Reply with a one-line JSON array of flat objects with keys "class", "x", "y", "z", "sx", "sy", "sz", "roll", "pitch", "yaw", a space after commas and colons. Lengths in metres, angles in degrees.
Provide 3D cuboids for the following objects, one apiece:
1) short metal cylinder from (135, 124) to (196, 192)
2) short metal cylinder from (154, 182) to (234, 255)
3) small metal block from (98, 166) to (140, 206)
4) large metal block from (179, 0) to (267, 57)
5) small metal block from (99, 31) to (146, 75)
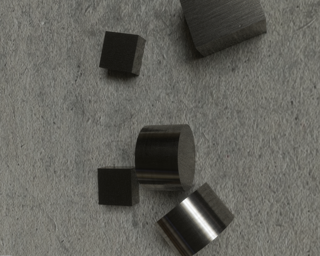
[{"class": "short metal cylinder", "x": 0.009, "y": 0.036, "z": 0.377, "sx": 0.050, "sy": 0.080, "sz": 0.080, "roll": -2, "pitch": 90, "yaw": 20}, {"class": "short metal cylinder", "x": 0.040, "y": 0.109, "z": 0.366, "sx": 0.080, "sy": 0.080, "sz": 0.050, "roll": -42, "pitch": 77, "yaw": 15}, {"class": "small metal block", "x": -0.057, "y": 0.079, "z": 0.429, "sx": 0.050, "sy": 0.025, "sz": 0.050, "roll": -2, "pitch": 89, "yaw": 20}, {"class": "large metal block", "x": 0.073, "y": -0.142, "z": 0.370, "sx": 0.080, "sy": 0.050, "sz": 0.080, "roll": -19, "pitch": 84, "yaw": 19}, {"class": "small metal block", "x": -0.052, "y": -0.103, "z": 0.427, "sx": 0.050, "sy": 0.025, "sz": 0.050, "roll": 13, "pitch": 94, "yaw": 19}]
